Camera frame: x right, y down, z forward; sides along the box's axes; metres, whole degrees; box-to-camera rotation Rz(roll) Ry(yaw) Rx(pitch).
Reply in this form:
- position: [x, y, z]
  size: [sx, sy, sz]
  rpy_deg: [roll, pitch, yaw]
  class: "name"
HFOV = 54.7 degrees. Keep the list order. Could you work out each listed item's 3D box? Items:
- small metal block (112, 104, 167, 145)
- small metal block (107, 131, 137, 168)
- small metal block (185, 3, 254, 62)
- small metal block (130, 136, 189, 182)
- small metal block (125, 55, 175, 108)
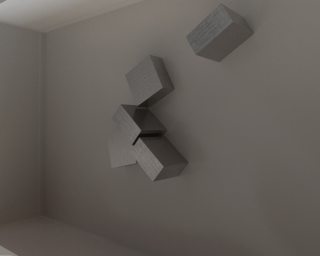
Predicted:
- position: [-0.027, -0.005, 0.411]
  size: [0.050, 0.050, 0.025]
  rpy_deg: [50, 119, 28]
  class: "small metal block"
- position: [-0.047, 0.028, 0.443]
  size: [0.050, 0.025, 0.050]
  rpy_deg: [-17, 80, 38]
  class: "small metal block"
- position: [0.065, -0.101, 0.336]
  size: [0.050, 0.050, 0.025]
  rpy_deg: [-38, 67, 33]
  class: "small metal block"
- position: [-0.001, 0.037, 0.389]
  size: [0.050, 0.050, 0.025]
  rpy_deg: [48, 119, 29]
  class: "small metal block"
- position: [-0.014, -0.062, 0.417]
  size: [0.050, 0.025, 0.050]
  rpy_deg: [-33, 70, 35]
  class: "small metal block"
